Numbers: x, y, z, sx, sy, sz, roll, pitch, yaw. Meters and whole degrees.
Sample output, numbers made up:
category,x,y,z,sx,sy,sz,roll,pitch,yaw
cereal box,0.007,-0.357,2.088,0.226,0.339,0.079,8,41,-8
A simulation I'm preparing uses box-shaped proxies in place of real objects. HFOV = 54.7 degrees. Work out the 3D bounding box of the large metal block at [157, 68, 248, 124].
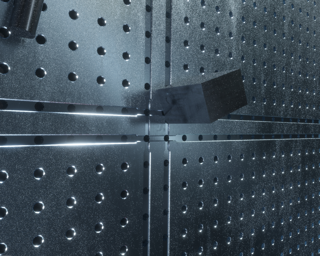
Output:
category,x,y,z,sx,sy,sz,roll,pitch,yaw
large metal block,0.058,-0.042,0.421,0.081,0.080,0.050,-25,106,-37

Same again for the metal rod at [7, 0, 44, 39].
category,x,y,z,sx,sy,sz,roll,pitch,yaw
metal rod,-0.107,-0.237,0.318,0.025,0.025,0.299,17,79,-39
